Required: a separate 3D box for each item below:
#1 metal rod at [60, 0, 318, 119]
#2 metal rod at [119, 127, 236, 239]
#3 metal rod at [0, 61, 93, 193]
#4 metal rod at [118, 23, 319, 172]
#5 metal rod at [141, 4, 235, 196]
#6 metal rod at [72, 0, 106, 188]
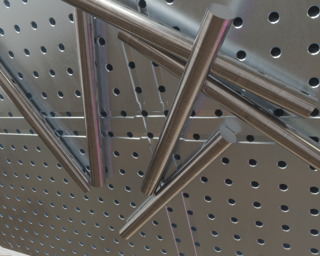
[{"bbox_3d":[0.020,-0.088,0.329,0.301,0.025,0.025,27,128,4],"label":"metal rod"},{"bbox_3d":[0.010,0.099,0.467,0.025,0.025,0.298,39,129,1],"label":"metal rod"},{"bbox_3d":[-0.206,-0.015,0.511,0.025,0.025,0.299,-25,105,37],"label":"metal rod"},{"bbox_3d":[0.082,-0.031,0.349,0.300,0.025,0.025,34,129,5],"label":"metal rod"},{"bbox_3d":[0.017,-0.003,0.372,0.025,0.025,0.298,30,137,9],"label":"metal rod"},{"bbox_3d":[-0.097,-0.034,0.442,0.025,0.025,0.298,16,125,19],"label":"metal rod"}]
